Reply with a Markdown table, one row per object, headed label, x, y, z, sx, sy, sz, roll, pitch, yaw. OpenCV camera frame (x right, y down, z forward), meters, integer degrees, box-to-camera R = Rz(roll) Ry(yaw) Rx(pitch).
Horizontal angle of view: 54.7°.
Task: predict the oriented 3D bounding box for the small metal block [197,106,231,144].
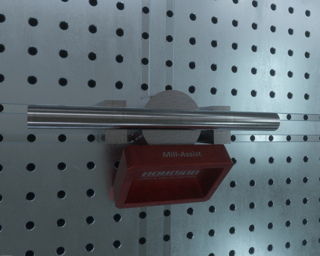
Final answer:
| label | x | y | z | sx | sy | sz | roll | pitch | yaw |
| --- | --- | --- | --- | --- | --- | --- | --- | --- | --- |
| small metal block | 0.072 | -0.004 | 0.426 | 0.025 | 0.050 | 0.050 | -1 | 91 | -20 |

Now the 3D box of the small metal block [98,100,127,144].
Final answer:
| label | x | y | z | sx | sy | sz | roll | pitch | yaw |
| --- | --- | --- | --- | --- | --- | --- | --- | --- | --- |
| small metal block | -0.059 | -0.007 | 0.378 | 0.025 | 0.050 | 0.050 | -1 | 91 | -20 |

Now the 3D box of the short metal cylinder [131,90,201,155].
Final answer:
| label | x | y | z | sx | sy | sz | roll | pitch | yaw |
| --- | --- | --- | --- | --- | --- | --- | --- | --- | --- |
| short metal cylinder | 0.007 | -0.007 | 0.401 | 0.081 | 0.050 | 0.080 | 0 | 90 | -20 |

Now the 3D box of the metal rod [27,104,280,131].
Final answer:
| label | x | y | z | sx | sy | sz | roll | pitch | yaw |
| --- | --- | --- | --- | --- | --- | --- | --- | --- | --- |
| metal rod | 0.010 | -0.010 | 0.363 | 0.302 | 0.025 | 0.025 | 1 | 90 | -20 |

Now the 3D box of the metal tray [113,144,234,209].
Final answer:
| label | x | y | z | sx | sy | sz | roll | pitch | yaw |
| --- | --- | --- | --- | --- | --- | --- | --- | --- | --- |
| metal tray | 0.014 | 0.060 | 0.386 | 0.131 | 0.089 | 0.030 | 0 | 47 | -20 |
